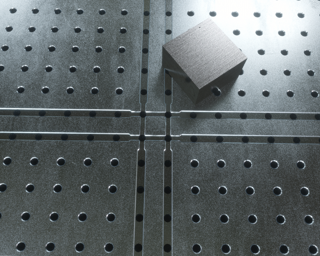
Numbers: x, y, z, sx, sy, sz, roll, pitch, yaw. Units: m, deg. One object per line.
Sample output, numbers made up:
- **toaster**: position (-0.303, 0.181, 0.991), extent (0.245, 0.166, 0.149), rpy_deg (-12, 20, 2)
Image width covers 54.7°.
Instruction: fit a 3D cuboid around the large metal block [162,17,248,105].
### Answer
- **large metal block**: position (0.059, -0.093, 0.433), extent (0.080, 0.050, 0.080), rpy_deg (-34, 74, -12)
